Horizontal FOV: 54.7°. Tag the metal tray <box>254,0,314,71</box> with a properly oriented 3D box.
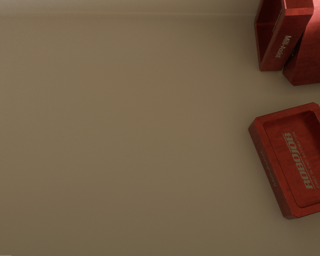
[{"bbox_3d":[0.156,-0.144,0.406,0.030,0.130,0.090,-1,70,4],"label":"metal tray"}]

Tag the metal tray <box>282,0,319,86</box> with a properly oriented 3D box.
[{"bbox_3d":[0.219,-0.121,0.400,0.091,0.129,0.030,-8,41,-3],"label":"metal tray"}]

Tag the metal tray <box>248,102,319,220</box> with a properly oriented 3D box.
[{"bbox_3d":[0.180,0.039,0.393,0.091,0.030,0.130,-15,71,-6],"label":"metal tray"}]
